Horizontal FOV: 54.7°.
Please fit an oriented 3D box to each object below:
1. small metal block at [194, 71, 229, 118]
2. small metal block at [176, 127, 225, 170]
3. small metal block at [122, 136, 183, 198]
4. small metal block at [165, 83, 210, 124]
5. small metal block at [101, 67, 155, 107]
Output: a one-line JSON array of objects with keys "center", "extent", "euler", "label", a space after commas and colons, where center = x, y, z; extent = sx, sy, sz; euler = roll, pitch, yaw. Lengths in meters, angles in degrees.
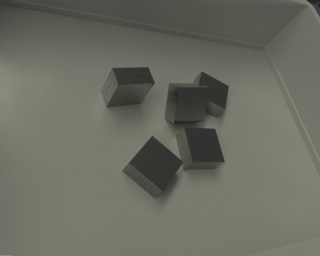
[{"center": [0.075, -0.052, 0.478], "extent": [0.050, 0.025, 0.050], "euler": [26, 52, -12], "label": "small metal block"}, {"center": [0.054, 0.028, 0.417], "extent": [0.050, 0.025, 0.050], "euler": [3, 60, -27], "label": "small metal block"}, {"center": [-0.008, 0.046, 0.373], "extent": [0.050, 0.025, 0.050], "euler": [41, 51, -1], "label": "small metal block"}, {"center": [0.037, -0.035, 0.428], "extent": [0.050, 0.050, 0.025], "euler": [-4, 22, -30], "label": "small metal block"}, {"center": [-0.042, -0.052, 0.399], "extent": [0.050, 0.050, 0.025], "euler": [-8, 66, -32], "label": "small metal block"}]
